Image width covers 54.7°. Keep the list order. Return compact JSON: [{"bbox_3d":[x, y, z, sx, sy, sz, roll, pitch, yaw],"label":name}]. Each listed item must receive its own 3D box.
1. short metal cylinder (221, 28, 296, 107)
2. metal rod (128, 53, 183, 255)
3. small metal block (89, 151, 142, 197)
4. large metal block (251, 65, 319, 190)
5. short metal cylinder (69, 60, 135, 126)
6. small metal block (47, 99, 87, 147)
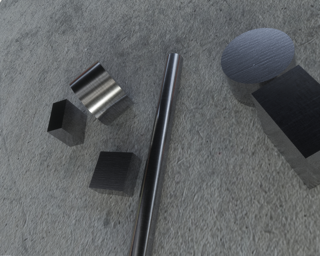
[{"bbox_3d":[0.119,-0.071,0.369,0.080,0.050,0.080,-13,56,20],"label":"short metal cylinder"},{"bbox_3d":[-0.002,0.030,0.385,0.025,0.025,0.299,-4,60,26],"label":"metal rod"},{"bbox_3d":[-0.056,0.058,0.396,0.050,0.025,0.050,0,62,27],"label":"small metal block"},{"bbox_3d":[0.138,0.001,0.295,0.050,0.080,0.080,-32,52,7],"label":"large metal block"},{"bbox_3d":[-0.081,-0.049,0.440,0.050,0.080,0.080,-40,51,1],"label":"short metal cylinder"},{"bbox_3d":[-0.137,-0.007,0.461,0.025,0.050,0.050,-14,56,20],"label":"small metal block"}]
